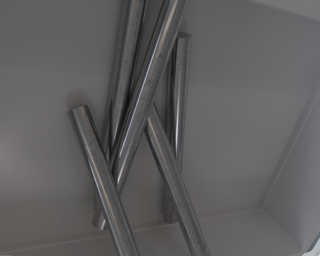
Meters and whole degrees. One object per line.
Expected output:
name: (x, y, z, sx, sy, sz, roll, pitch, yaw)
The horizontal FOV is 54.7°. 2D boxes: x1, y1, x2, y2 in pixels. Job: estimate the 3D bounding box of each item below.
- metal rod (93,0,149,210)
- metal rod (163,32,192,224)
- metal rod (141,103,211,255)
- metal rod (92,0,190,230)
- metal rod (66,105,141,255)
metal rod: (-0.051, -0.017, 0.370, 0.025, 0.025, 0.298, -2, 119, -28)
metal rod: (0.021, 0.021, 0.432, 0.025, 0.025, 0.298, -13, 124, -22)
metal rod: (0.026, 0.094, 0.402, 0.025, 0.025, 0.298, -23, 102, -14)
metal rod: (-0.029, -0.005, 0.356, 0.025, 0.025, 0.298, 7, 114, -32)
metal rod: (-0.048, 0.119, 0.366, 0.025, 0.025, 0.298, -20, 98, -17)
